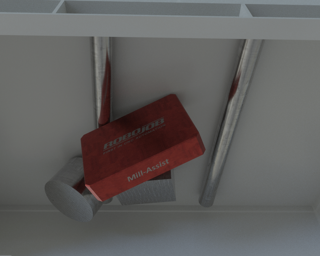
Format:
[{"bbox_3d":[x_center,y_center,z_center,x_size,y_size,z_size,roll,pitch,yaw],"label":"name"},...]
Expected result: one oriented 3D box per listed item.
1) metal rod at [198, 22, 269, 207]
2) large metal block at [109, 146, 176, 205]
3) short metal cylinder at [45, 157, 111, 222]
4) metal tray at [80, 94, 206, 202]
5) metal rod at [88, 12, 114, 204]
[{"bbox_3d":[0.088,0.008,0.417,0.025,0.025,0.298,3,130,-3],"label":"metal rod"},{"bbox_3d":[-0.022,0.069,0.438,0.080,0.050,0.080,-6,146,4],"label":"large metal block"},{"bbox_3d":[-0.117,0.089,0.448,0.080,0.050,0.079,15,130,19],"label":"short metal cylinder"},{"bbox_3d":[-0.024,0.019,0.361,0.131,0.090,0.030,-25,129,1],"label":"metal tray"},{"bbox_3d":[-0.074,0.000,0.408,0.025,0.025,0.298,4,130,-4],"label":"metal rod"}]
